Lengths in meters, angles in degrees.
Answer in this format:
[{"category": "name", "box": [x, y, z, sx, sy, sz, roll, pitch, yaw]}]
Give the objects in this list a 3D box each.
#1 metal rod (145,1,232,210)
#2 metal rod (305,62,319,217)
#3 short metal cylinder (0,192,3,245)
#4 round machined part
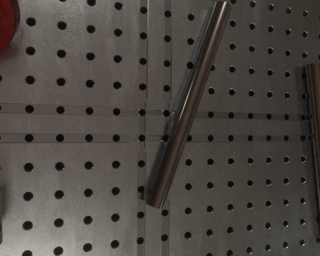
[{"category": "metal rod", "box": [0.042, -0.036, 0.429, 0.025, 0.025, 0.299, 22, 83, -19]}, {"category": "metal rod", "box": [0.269, 0.043, 0.514, 0.025, 0.025, 0.298, -8, 93, -20]}, {"category": "short metal cylinder", "box": [-0.203, 0.095, 0.309, 0.081, 0.080, 0.050, -2, 91, -20]}, {"category": "round machined part", "box": [-0.195, -0.114, 0.304, 0.099, 0.042, 0.097, -5, 129, -5]}]
